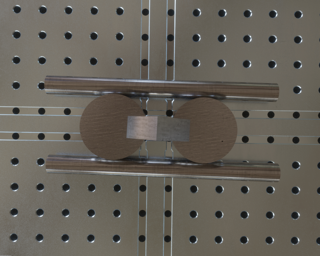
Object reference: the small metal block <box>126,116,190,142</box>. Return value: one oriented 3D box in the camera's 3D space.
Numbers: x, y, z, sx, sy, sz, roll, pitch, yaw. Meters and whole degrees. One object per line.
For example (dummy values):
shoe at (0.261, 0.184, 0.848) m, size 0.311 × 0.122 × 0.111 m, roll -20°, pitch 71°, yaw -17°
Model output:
small metal block at (-0.002, 0.001, 0.351) m, size 0.050 × 0.050 × 0.025 m, roll 4°, pitch 89°, yaw -43°

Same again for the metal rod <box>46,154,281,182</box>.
metal rod at (0.005, 0.053, 0.410) m, size 0.302 × 0.025 × 0.025 m, roll 2°, pitch 90°, yaw 0°

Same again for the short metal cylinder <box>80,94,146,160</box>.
short metal cylinder at (-0.056, -0.002, 0.397) m, size 0.081 × 0.050 × 0.079 m, roll 0°, pitch 90°, yaw 0°

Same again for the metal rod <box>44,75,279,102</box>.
metal rod at (0.003, -0.052, 0.410) m, size 0.302 × 0.025 × 0.025 m, roll 2°, pitch 90°, yaw 0°

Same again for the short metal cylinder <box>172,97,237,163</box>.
short metal cylinder at (0.053, 0.003, 0.398) m, size 0.081 × 0.050 × 0.079 m, roll 0°, pitch 90°, yaw 0°
